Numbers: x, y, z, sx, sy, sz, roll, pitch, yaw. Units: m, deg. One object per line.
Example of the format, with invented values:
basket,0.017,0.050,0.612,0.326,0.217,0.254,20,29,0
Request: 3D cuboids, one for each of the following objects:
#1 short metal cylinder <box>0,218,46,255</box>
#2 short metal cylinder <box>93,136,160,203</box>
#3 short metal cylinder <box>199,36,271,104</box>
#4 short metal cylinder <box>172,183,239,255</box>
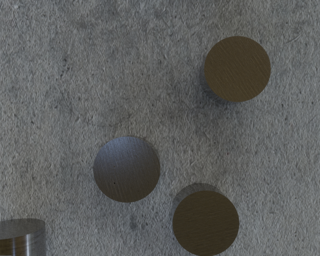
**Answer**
short metal cylinder,-0.183,0.148,0.381,0.081,0.080,0.050,-2,90,0
short metal cylinder,-0.040,0.050,0.397,0.081,0.050,0.080,0,90,0
short metal cylinder,0.094,-0.071,0.398,0.081,0.050,0.080,0,90,0
short metal cylinder,0.055,0.115,0.398,0.081,0.050,0.080,0,90,0
